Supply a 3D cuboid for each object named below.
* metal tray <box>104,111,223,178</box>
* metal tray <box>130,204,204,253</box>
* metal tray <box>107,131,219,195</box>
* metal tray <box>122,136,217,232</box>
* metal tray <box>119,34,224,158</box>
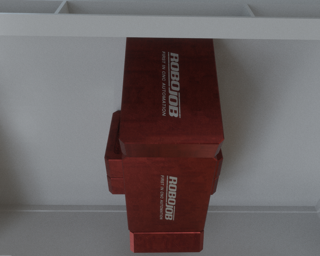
[{"bbox_3d":[0.004,0.018,0.380,0.131,0.090,0.030,1,130,-1],"label":"metal tray"},{"bbox_3d":[0.008,0.119,0.438,0.091,0.130,0.030,0,109,-1],"label":"metal tray"},{"bbox_3d":[0.003,0.041,0.400,0.131,0.090,0.030,1,130,-1],"label":"metal tray"},{"bbox_3d":[0.008,0.067,0.342,0.091,0.030,0.129,0,130,-1],"label":"metal tray"},{"bbox_3d":[0.010,-0.036,0.307,0.091,0.130,0.030,1,150,-1],"label":"metal tray"}]
